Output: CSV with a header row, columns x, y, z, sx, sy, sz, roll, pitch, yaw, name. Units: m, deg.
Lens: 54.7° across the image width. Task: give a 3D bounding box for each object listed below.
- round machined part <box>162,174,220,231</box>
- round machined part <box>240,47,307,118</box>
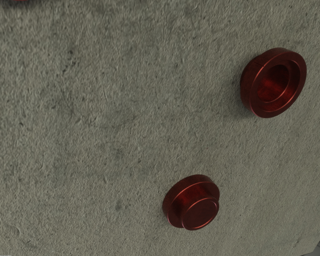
x,y,z,sx,sy,sz,roll,pitch,yaw,name
0.057,0.128,0.506,0.099,0.042,0.097,-14,124,-21,round machined part
0.154,-0.066,0.438,0.099,0.042,0.097,-14,124,-21,round machined part
